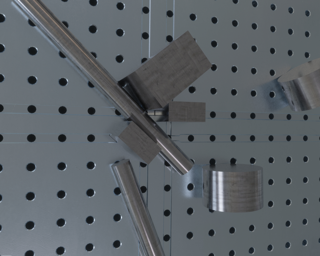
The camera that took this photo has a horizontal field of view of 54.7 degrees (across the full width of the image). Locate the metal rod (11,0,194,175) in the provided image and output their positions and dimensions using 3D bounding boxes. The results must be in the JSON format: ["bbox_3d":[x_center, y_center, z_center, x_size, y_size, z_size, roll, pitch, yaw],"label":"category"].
[{"bbox_3d":[-0.063,-0.050,0.389,0.025,0.025,0.300,-47,105,-14],"label":"metal rod"}]

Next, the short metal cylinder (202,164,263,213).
[{"bbox_3d":[0.098,0.078,0.419,0.081,0.080,0.050,-1,91,-20],"label":"short metal cylinder"}]

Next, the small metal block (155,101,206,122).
[{"bbox_3d":[0.026,-0.020,0.409,0.050,0.050,0.025,1,90,-20],"label":"small metal block"}]

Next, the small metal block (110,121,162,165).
[{"bbox_3d":[-0.032,0.018,0.388,0.050,0.050,0.025,45,76,-15],"label":"small metal block"}]

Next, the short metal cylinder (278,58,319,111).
[{"bbox_3d":[0.227,-0.066,0.467,0.080,0.080,0.050,-32,101,-17],"label":"short metal cylinder"}]

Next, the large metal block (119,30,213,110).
[{"bbox_3d":[0.004,-0.067,0.384,0.080,0.080,0.050,-41,103,-15],"label":"large metal block"}]

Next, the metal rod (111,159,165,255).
[{"bbox_3d":[-0.001,0.184,0.412,0.025,0.025,0.298,-22,97,-19],"label":"metal rod"}]
